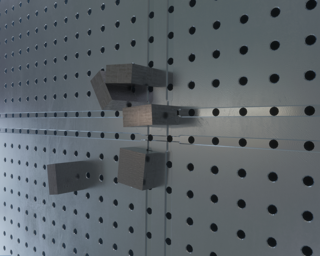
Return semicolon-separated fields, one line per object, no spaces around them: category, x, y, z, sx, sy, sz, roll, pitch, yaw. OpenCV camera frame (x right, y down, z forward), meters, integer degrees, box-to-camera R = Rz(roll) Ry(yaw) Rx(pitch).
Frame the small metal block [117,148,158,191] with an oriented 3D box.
small metal block;-0.032;0.056;0.437;0.050;0.025;0.050;9;96;39

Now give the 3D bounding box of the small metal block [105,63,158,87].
small metal block;-0.039;-0.071;0.426;0.050;0.050;0.025;7;94;39

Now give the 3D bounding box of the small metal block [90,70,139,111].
small metal block;-0.066;-0.053;0.449;0.025;0.050;0.050;-39;66;34

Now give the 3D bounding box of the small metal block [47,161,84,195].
small metal block;-0.161;0.084;0.528;0.025;0.050;0.050;-12;82;39

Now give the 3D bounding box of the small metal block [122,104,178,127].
small metal block;-0.013;-0.015;0.405;0.050;0.050;0.025;-4;87;40
